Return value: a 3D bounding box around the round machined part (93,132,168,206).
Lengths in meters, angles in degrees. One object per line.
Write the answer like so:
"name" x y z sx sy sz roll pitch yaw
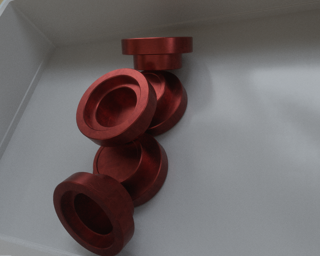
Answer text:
"round machined part" -0.043 0.046 0.385 0.098 0.042 0.098 -13 56 20

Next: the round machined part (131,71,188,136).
"round machined part" -0.016 -0.040 0.424 0.098 0.042 0.098 -13 56 20

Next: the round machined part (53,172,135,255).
"round machined part" -0.069 0.091 0.348 0.098 0.097 0.042 7 27 30

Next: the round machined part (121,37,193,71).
"round machined part" -0.004 -0.104 0.434 0.098 0.099 0.042 8 108 31

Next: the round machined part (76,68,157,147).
"round machined part" -0.048 -0.021 0.374 0.098 0.042 0.098 -13 56 20
